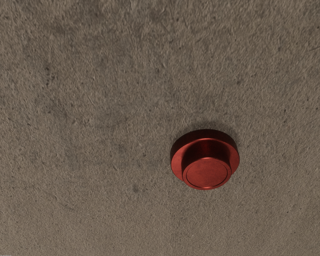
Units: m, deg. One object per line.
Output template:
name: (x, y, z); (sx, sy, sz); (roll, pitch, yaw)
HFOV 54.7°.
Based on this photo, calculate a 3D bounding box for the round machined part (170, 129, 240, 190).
round machined part: (0.064, 0.052, 0.441); (0.099, 0.042, 0.097); (-1, 130, 0)
